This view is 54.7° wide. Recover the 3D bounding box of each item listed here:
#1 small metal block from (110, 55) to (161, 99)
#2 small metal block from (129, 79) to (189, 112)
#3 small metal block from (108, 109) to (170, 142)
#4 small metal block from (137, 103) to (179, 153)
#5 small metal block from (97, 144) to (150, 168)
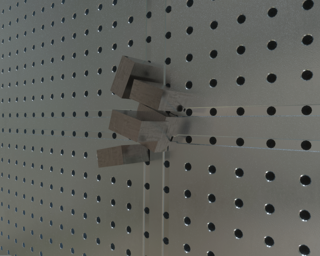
[{"bbox_3d":[-0.033,-0.066,0.418,0.025,0.050,0.050,35,112,34],"label":"small metal block"},{"bbox_3d":[-0.001,-0.041,0.392,0.050,0.050,0.025,25,106,37],"label":"small metal block"},{"bbox_3d":[-0.026,-0.003,0.380,0.050,0.050,0.025,22,104,37],"label":"small metal block"},{"bbox_3d":[-0.009,-0.001,0.415,0.050,0.025,0.050,30,108,35],"label":"small metal block"},{"bbox_3d":[-0.051,0.039,0.433,0.050,0.050,0.025,-12,82,39],"label":"small metal block"}]
